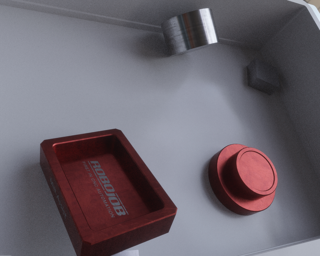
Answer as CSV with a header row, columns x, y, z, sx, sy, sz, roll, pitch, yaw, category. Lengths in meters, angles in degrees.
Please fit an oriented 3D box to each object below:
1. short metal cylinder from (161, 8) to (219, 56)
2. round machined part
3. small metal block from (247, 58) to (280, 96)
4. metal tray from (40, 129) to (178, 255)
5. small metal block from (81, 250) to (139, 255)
x,y,z,sx,sy,sz,roll,pitch,yaw,category
0.047,-0.145,0.477,0.081,0.080,0.050,-22,101,-36,short metal cylinder
0.119,0.065,0.421,0.099,0.042,0.098,14,56,-21,round machined part
0.189,-0.094,0.568,0.050,0.025,0.050,20,54,-17,small metal block
-0.055,0.056,0.306,0.091,0.030,0.130,-10,42,-33,metal tray
-0.051,0.131,0.283,0.050,0.050,0.025,6,59,-26,small metal block
